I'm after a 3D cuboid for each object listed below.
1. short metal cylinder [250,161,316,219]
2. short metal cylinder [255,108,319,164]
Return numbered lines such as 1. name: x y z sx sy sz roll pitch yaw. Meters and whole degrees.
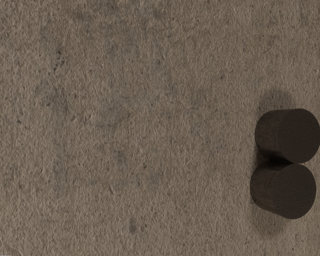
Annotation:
1. short metal cylinder: 0.184 0.091 0.466 0.081 0.050 0.079 0 90 -21
2. short metal cylinder: 0.193 0.011 0.469 0.081 0.050 0.079 0 90 -21
